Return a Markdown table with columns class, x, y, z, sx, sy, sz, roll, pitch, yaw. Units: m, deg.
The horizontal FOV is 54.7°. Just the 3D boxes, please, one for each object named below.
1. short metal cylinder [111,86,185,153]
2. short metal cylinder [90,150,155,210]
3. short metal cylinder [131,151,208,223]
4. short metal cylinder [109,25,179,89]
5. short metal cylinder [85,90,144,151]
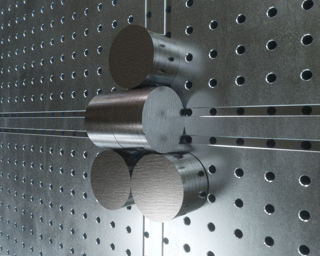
| class | x | y | z | sx | sy | sz | roll | pitch | yaw |
| --- | --- | --- | --- | --- | --- | --- | --- | --- | --- |
| short metal cylinder | -0.013 | -0.010 | 0.383 | 0.050 | 0.081 | 0.079 | 1 | 91 | 40 |
| short metal cylinder | -0.051 | 0.069 | 0.432 | 0.080 | 0.050 | 0.079 | 0 | 90 | 39 |
| short metal cylinder | 0.011 | 0.070 | 0.381 | 0.080 | 0.050 | 0.079 | 0 | 90 | 39 |
| short metal cylinder | -0.022 | -0.090 | 0.409 | 0.080 | 0.050 | 0.079 | 0 | 90 | 39 |
| short metal cylinder | -0.052 | -0.010 | 0.415 | 0.050 | 0.081 | 0.079 | 1 | 91 | 40 |
